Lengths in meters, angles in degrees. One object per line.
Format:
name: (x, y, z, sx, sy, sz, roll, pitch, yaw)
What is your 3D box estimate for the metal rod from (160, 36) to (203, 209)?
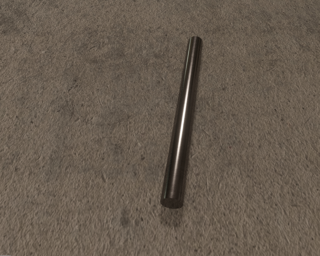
metal rod: (0.036, -0.032, 0.430, 0.025, 0.025, 0.300, 7, 50, 6)
